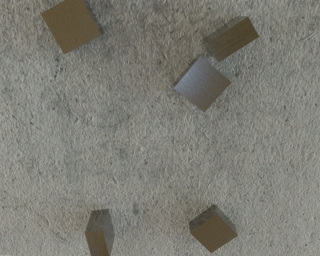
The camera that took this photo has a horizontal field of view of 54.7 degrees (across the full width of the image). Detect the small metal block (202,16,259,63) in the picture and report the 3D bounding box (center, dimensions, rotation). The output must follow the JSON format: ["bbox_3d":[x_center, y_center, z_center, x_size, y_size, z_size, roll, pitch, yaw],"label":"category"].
[{"bbox_3d":[0.079,-0.104,0.359,0.050,0.050,0.025,-32,107,11],"label":"small metal block"}]

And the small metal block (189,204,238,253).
[{"bbox_3d":[0.080,0.152,0.466,0.050,0.025,0.050,-39,106,13],"label":"small metal block"}]

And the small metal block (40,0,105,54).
[{"bbox_3d":[-0.101,-0.122,0.364,0.050,0.025,0.050,-25,108,8],"label":"small metal block"}]

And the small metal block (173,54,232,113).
[{"bbox_3d":[0.052,-0.056,0.389,0.050,0.025,0.050,37,106,-13],"label":"small metal block"}]

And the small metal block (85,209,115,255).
[{"bbox_3d":[-0.087,0.155,0.453,0.025,0.050,0.050,-8,110,3],"label":"small metal block"}]
